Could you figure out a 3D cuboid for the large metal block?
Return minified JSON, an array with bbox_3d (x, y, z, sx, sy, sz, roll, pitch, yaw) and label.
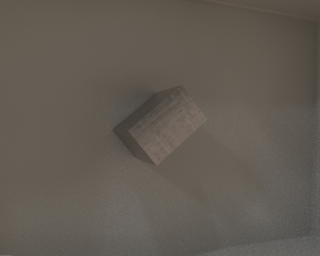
[{"bbox_3d":[-0.003,-0.004,0.378,0.080,0.080,0.050,-41,104,-15],"label":"large metal block"}]
